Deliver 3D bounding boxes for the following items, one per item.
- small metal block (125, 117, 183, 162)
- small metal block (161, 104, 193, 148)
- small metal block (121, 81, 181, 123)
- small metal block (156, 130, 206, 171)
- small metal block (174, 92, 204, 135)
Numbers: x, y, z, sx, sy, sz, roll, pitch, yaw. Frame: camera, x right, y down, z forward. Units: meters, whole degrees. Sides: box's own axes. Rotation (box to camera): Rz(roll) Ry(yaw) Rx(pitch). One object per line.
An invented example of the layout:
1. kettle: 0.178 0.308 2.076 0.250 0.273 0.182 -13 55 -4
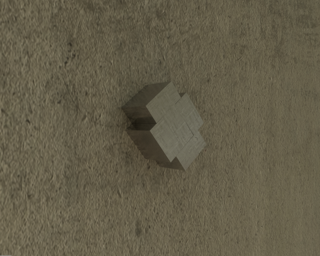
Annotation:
1. small metal block: -0.008 0.014 0.384 0.025 0.050 0.050 -48 119 -30
2. small metal block: 0.007 -0.002 0.397 0.025 0.050 0.050 -48 119 -30
3. small metal block: -0.011 -0.031 0.382 0.050 0.050 0.025 -47 119 -30
4. small metal block: 0.024 0.028 0.412 0.050 0.050 0.025 -47 119 -30
5. small metal block: 0.022 -0.018 0.410 0.025 0.050 0.050 -49 119 -29
